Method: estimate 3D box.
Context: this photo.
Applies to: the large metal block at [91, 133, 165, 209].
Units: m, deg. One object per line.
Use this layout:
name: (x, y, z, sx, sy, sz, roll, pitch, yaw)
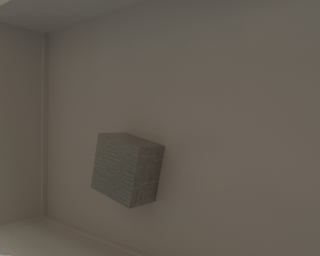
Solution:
large metal block: (-0.046, 0.054, 0.430, 0.080, 0.050, 0.080, 16, 100, 39)
